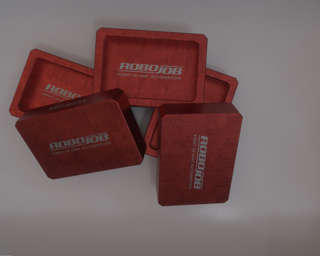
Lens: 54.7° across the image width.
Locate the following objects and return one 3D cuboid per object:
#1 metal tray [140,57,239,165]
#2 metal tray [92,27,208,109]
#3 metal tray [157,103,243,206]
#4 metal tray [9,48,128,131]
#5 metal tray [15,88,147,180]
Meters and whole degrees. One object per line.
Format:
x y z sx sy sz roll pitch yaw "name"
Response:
0.037 -0.016 0.408 0.090 0.030 0.129 19 90 -1 "metal tray"
-0.012 -0.069 0.377 0.131 0.030 0.089 4 90 -1 "metal tray"
0.043 0.034 0.376 0.091 0.030 0.129 -1 119 -6 "metal tray"
-0.115 -0.038 0.404 0.131 0.030 0.090 20 90 -1 "metal tray"
-0.092 0.011 0.372 0.130 0.030 0.090 -12 120 15 "metal tray"
